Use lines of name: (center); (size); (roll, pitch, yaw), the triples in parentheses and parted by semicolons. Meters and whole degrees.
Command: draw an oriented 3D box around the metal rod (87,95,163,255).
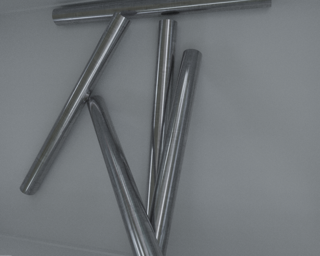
metal rod: (-0.041, 0.059, 0.342); (0.025, 0.025, 0.300); (-42, 45, 15)

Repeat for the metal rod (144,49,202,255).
metal rod: (0.012, 0.042, 0.343); (0.025, 0.025, 0.299); (5, 68, 19)

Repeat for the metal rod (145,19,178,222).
metal rod: (0.000, 0.010, 0.409); (0.025, 0.025, 0.298); (5, 92, 19)

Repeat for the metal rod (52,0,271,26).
metal rod: (-0.011, -0.160, 0.413); (0.301, 0.025, 0.025); (2, 91, 19)

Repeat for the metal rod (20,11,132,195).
metal rod: (-0.127, -0.025, 0.444); (0.025, 0.025, 0.299); (37, 105, 16)
